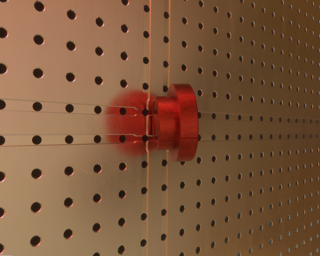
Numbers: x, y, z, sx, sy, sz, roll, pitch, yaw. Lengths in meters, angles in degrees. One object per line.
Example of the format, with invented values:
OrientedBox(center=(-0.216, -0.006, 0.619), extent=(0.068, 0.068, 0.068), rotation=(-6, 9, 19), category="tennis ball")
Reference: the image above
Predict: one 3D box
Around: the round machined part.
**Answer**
OrientedBox(center=(0.015, -0.006, 0.387), extent=(0.042, 0.098, 0.097), rotation=(-2, 92, -9), category="round machined part")
